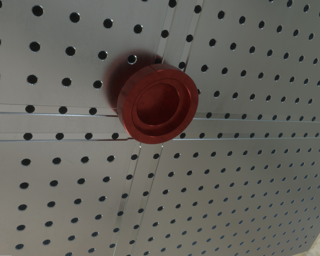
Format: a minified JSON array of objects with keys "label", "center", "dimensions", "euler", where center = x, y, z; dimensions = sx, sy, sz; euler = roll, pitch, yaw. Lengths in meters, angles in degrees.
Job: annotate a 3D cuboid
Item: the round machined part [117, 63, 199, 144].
[{"label":"round machined part","center":[-0.006,-0.032,0.379],"dimensions":[0.099,0.042,0.097],"euler":[-14,125,-21]}]
